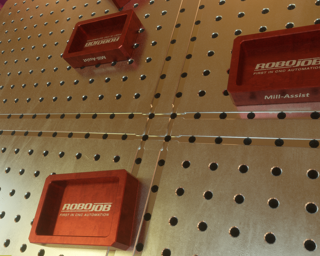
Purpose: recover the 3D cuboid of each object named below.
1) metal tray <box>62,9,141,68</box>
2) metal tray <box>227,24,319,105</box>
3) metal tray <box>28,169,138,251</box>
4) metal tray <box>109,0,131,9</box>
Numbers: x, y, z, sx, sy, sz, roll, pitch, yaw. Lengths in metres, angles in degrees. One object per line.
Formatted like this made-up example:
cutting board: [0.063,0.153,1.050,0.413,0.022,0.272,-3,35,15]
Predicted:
metal tray: [-0.105,-0.160,0.559,0.130,0.030,0.090,-2,61,27]
metal tray: [0.152,-0.076,0.371,0.130,0.030,0.090,-1,61,27]
metal tray: [-0.097,0.103,0.393,0.130,0.030,0.090,-7,58,24]
metal tray: [-0.083,-0.307,0.639,0.090,0.030,0.130,-39,51,1]
